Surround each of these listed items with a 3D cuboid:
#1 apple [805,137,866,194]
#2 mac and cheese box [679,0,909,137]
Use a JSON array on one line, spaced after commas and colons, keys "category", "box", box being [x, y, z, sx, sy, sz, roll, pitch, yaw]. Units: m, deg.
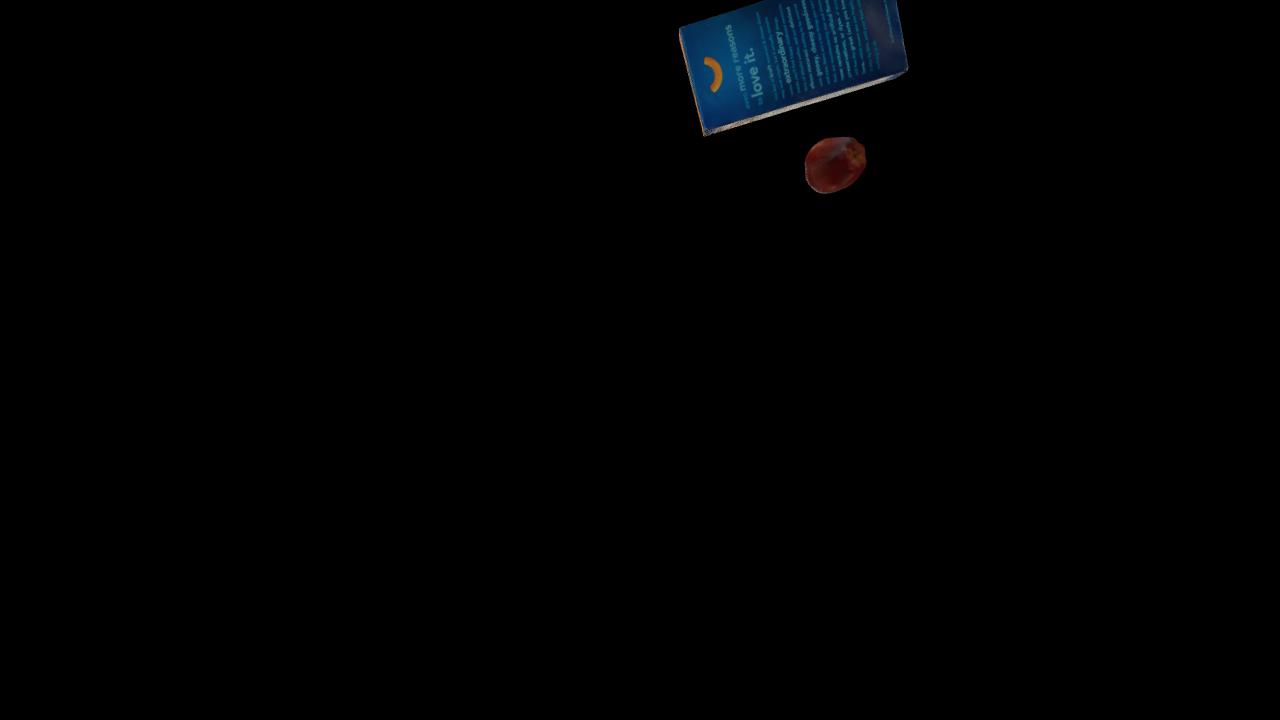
[{"category": "apple", "box": [0.281, -0.282, 0.891, 0.079, 0.079, 0.093, 0, 2, -27]}, {"category": "mac and cheese box", "box": [0.135, -0.274, 0.550, 0.184, 0.093, 0.041, -14, 11, 6]}]
